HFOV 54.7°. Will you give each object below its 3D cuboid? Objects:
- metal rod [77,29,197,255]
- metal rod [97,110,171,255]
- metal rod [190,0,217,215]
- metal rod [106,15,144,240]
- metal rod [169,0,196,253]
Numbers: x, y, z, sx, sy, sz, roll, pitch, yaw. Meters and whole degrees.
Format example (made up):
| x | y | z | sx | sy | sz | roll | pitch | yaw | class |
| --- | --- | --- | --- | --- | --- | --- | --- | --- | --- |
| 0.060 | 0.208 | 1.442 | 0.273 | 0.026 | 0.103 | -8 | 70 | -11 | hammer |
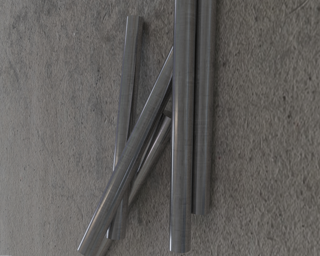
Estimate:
| x | y | z | sx | sy | sz | roll | pitch | yaw | class |
| --- | --- | --- | --- | --- | --- | --- | --- | --- | --- |
| -0.029 | 0.020 | 0.384 | 0.025 | 0.025 | 0.299 | 27 | 93 | 37 | metal rod |
| -0.051 | 0.106 | 0.447 | 0.025 | 0.025 | 0.298 | 42 | 115 | 32 | metal rod |
| 0.051 | -0.050 | 0.363 | 0.025 | 0.025 | 0.298 | 3 | 92 | 40 | metal rod |
| -0.046 | -0.004 | 0.421 | 0.025 | 0.025 | 0.298 | 0 | 84 | 40 | metal rod |
| 0.026 | -0.011 | 0.353 | 0.025 | 0.025 | 0.298 | 2 | 91 | 40 | metal rod |
